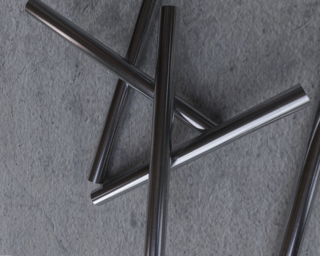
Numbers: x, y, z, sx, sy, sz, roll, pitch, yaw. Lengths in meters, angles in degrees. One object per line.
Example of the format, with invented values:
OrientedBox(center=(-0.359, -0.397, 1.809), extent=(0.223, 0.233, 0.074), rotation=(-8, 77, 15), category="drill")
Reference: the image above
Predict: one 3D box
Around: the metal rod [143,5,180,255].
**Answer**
OrientedBox(center=(0.002, 0.008, 0.363), extent=(0.025, 0.025, 0.298), rotation=(3, 88, 19), category="metal rod")

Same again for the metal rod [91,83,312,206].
OrientedBox(center=(0.029, 0.032, 0.376), extent=(0.300, 0.025, 0.025), rotation=(-29, 81, 25), category="metal rod")

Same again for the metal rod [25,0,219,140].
OrientedBox(center=(-0.047, -0.075, 0.397), extent=(0.301, 0.025, 0.025), rotation=(35, 101, 5), category="metal rod")

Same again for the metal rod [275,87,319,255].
OrientedBox(center=(0.167, 0.057, 0.350), extent=(0.025, 0.025, 0.298), rotation=(14, 95, 19), category="metal rod")

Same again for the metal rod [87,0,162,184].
OrientedBox(center=(-0.045, -0.067, 0.423), extent=(0.025, 0.025, 0.298), rotation=(20, 96, 18), category="metal rod")
